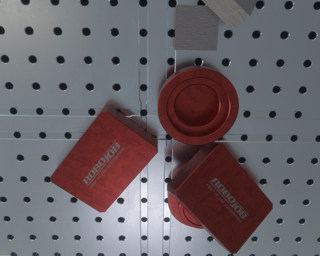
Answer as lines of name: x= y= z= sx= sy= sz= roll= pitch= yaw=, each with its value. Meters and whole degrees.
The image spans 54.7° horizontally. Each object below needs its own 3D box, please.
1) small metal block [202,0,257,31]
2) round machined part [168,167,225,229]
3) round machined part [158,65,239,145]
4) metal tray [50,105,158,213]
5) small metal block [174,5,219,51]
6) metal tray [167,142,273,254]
small metal block: x=0.079 y=-0.145 z=0.344 sx=0.050 sy=0.050 sz=0.025 roll=39 pitch=142 yaw=-13
round machined part: x=0.060 y=0.104 z=0.443 sx=0.099 sy=0.042 sz=0.097 roll=0 pitch=110 yaw=0
round machined part: x=0.046 y=-0.031 z=0.393 sx=0.099 sy=0.042 sz=0.097 roll=0 pitch=110 yaw=-1
metal tray: x=-0.076 y=0.045 z=0.426 sx=0.090 sy=0.030 sz=0.130 roll=37 pitch=106 yaw=-13
small metal block: x=0.043 y=-0.120 z=0.370 sx=0.050 sy=0.025 sz=0.050 roll=1 pitch=110 yaw=-1
metal tray: x=0.083 y=0.094 z=0.418 sx=0.090 sy=0.030 sz=0.130 roll=-46 pitch=107 yaw=-13
